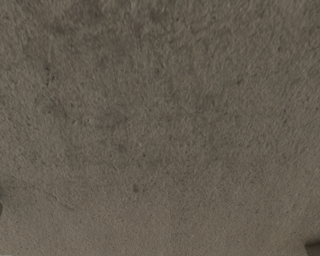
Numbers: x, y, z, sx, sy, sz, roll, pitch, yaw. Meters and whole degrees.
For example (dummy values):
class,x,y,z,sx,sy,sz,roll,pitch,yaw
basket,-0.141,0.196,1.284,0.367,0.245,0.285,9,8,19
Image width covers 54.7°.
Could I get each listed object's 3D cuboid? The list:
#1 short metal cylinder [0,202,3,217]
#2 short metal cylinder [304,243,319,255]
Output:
class,x,y,z,sx,sy,sz,roll,pitch,yaw
short metal cylinder,-0.298,0.139,0.485,0.080,0.080,0.050,-25,126,19
short metal cylinder,0.323,0.267,0.604,0.050,0.080,0.080,-21,127,16
